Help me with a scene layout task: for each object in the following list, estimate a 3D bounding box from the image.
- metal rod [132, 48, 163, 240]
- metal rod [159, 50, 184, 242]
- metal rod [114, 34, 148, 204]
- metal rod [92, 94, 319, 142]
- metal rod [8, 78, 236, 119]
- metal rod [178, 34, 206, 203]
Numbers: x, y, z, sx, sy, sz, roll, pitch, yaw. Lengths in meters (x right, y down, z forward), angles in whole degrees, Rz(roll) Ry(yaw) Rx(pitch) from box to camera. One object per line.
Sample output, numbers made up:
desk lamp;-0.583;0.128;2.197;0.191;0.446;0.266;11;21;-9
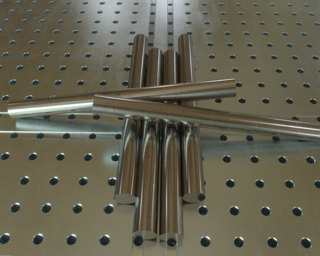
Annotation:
metal rod;-0.012;-0.006;0.411;0.025;0.025;0.300;1;50;1
metal rod;0.015;-0.003;0.412;0.025;0.025;0.300;1;50;1
metal rod;-0.035;-0.037;0.438;0.025;0.025;0.300;1;50;1
metal rod;0.069;-0.011;0.390;0.302;0.025;0.025;7;50;-6
metal rod;-0.054;-0.038;0.410;0.301;0.025;0.025;-5;50;7
metal rod;0.041;-0.038;0.439;0.025;0.025;0.300;1;50;1
